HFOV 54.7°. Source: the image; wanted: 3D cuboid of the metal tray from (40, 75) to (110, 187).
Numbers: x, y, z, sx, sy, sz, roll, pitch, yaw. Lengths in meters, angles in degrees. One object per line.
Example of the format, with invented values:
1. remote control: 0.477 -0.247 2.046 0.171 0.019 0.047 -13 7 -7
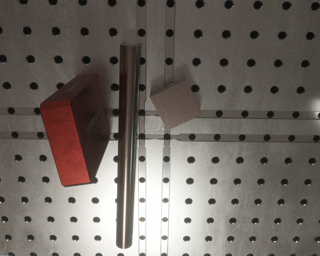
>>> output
1. metal tray: -0.089 -0.004 0.355 0.030 0.130 0.089 -8 110 3

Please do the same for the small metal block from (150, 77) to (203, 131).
1. small metal block: 0.021 -0.032 0.402 0.050 0.025 0.050 -25 109 8

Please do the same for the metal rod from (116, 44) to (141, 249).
1. metal rod: -0.046 0.039 0.426 0.025 0.025 0.298 3 110 -2
